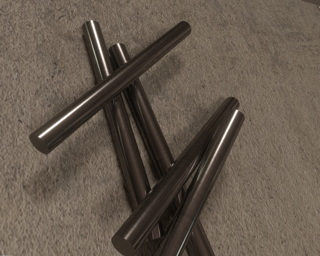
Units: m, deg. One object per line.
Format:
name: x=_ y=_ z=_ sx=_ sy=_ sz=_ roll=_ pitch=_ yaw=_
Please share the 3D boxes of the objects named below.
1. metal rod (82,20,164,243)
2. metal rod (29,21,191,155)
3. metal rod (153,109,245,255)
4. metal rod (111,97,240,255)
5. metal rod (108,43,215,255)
metal rod: x=-0.052 y=-0.012 z=0.384 sx=0.025 sy=0.025 sz=0.299 roll=-6 pitch=65 yaw=-31
metal rod: x=-0.039 y=-0.071 z=0.393 sx=0.025 sy=0.025 sz=0.301 roll=42 pitch=50 yaw=0
metal rod: x=0.029 y=0.094 z=0.333 sx=0.025 sy=0.025 sz=0.301 roll=36 pitch=60 yaw=-5
metal rod: x=0.041 y=0.032 z=0.380 sx=0.025 sy=0.025 sz=0.302 roll=44 pitch=42 yaw=2
metal rod: x=-0.005 y=0.018 z=0.391 sx=0.025 sy=0.025 sz=0.299 roll=-10 pitch=67 yaw=-33
